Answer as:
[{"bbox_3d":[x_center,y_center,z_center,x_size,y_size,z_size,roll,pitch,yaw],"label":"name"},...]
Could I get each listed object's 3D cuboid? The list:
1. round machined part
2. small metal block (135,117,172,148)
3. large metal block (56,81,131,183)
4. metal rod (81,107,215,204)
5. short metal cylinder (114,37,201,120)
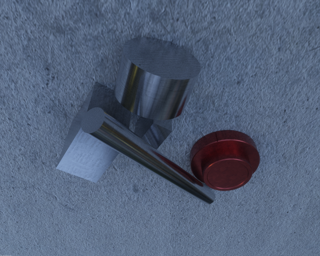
[{"bbox_3d":[0.093,0.053,0.443,0.099,0.042,0.097,-1,130,0],"label":"round machined part"},{"bbox_3d":[-0.010,-0.001,0.390,0.025,0.050,0.050,25,126,-20],"label":"small metal block"},{"bbox_3d":[-0.078,0.005,0.374,0.050,0.080,0.080,26,125,-20],"label":"large metal block"},{"bbox_3d":[0.010,0.053,0.387,0.025,0.025,0.300,-23,147,18],"label":"metal rod"},{"bbox_3d":[-0.004,-0.053,0.326,0.081,0.080,0.050,12,129,-11],"label":"short metal cylinder"}]
